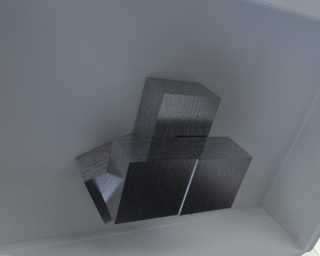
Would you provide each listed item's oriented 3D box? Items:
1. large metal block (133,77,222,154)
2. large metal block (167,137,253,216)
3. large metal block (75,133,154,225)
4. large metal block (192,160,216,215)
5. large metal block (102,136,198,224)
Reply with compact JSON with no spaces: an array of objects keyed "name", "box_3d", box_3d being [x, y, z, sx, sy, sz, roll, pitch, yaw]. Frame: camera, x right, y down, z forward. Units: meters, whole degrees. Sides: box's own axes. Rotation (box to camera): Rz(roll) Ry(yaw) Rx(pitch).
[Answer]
[{"name":"large metal block","box_3d":[0.020,-0.014,0.392,0.081,0.050,0.079,1,118,-29]},{"name":"large metal block","box_3d":[0.057,0.058,0.391,0.081,0.050,0.079,1,118,-29]},{"name":"large metal block","box_3d":[-0.053,0.065,0.402,0.081,0.050,0.080,-24,127,-14]},{"name":"large metal block","box_3d":[0.040,0.070,0.454,0.080,0.050,0.080,-47,129,5]},{"name":"large metal block","box_3d":[-0.014,0.056,0.353,0.081,0.050,0.079,1,118,-29]}]
